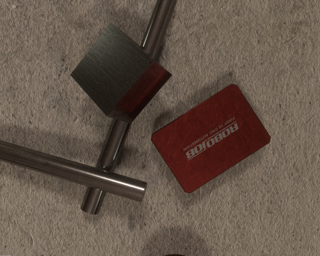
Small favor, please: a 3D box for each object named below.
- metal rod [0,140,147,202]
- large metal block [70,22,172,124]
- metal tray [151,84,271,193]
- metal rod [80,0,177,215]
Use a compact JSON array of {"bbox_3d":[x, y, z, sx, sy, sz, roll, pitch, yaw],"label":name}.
[{"bbox_3d":[-0.164,0.039,0.391,0.301,0.025,0.025,15,90,6],"label":"metal rod"},{"bbox_3d":[-0.047,-0.064,0.375,0.080,0.050,0.080,-49,64,10],"label":"large metal block"},{"bbox_3d":[0.065,0.013,0.408,0.130,0.030,0.090,-33,90,-1],"label":"metal tray"},{"bbox_3d":[-0.041,-0.031,0.409,0.025,0.025,0.299,20,90,-1],"label":"metal rod"}]
